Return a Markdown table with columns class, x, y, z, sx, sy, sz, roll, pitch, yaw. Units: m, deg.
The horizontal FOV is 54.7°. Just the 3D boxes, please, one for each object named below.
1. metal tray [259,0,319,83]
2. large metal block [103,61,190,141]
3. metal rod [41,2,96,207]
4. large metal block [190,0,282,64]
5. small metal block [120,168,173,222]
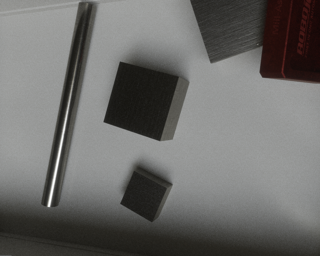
| class | x | y | z | sx | sy | sz | roll | pitch | yaw |
| --- | --- | --- | --- | --- | --- | --- | --- | --- | --- |
| metal tray | 0.153 | -0.113 | 0.317 | 0.030 | 0.091 | 0.129 | 19 | 106 | 61 |
| large metal block | -0.017 | -0.034 | 0.402 | 0.080 | 0.050 | 0.080 | 18 | 96 | 18 |
| metal rod | -0.135 | -0.031 | 0.456 | 0.025 | 0.025 | 0.298 | 13 | 94 | 19 |
| large metal block | 0.088 | -0.127 | 0.357 | 0.080 | 0.050 | 0.080 | -17 | 97 | 19 |
| small metal block | -0.018 | 0.089 | 0.416 | 0.050 | 0.025 | 0.050 | 25 | 98 | 17 |
